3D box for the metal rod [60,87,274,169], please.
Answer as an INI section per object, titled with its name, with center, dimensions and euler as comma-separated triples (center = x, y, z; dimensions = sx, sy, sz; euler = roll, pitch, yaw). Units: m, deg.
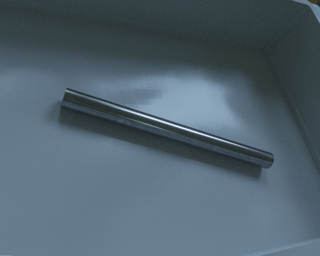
[metal rod]
center = 0.023, 0.006, 0.412
dimensions = 0.302, 0.025, 0.025
euler = 17, 55, -18
